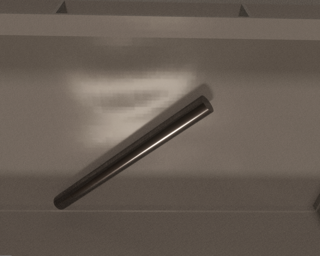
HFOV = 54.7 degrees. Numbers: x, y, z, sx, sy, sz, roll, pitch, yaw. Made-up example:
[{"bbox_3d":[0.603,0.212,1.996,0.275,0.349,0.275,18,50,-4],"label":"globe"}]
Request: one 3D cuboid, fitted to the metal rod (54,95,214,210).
[{"bbox_3d":[-0.053,0.046,0.447,0.299,0.025,0.025,-34,123,25],"label":"metal rod"}]
